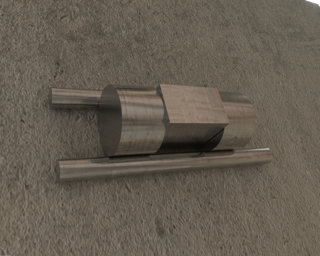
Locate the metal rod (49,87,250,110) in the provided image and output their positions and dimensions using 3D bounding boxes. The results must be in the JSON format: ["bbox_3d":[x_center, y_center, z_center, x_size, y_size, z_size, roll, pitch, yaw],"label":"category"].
[{"bbox_3d":[0.006,-0.036,0.431,0.303,0.025,0.025,-1,62,-29],"label":"metal rod"}]

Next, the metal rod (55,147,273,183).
[{"bbox_3d":[0.027,0.043,0.393,0.303,0.025,0.025,-1,62,-29],"label":"metal rod"}]

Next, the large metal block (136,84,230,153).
[{"bbox_3d":[0.024,-0.009,0.385,0.081,0.080,0.050,0,62,-28],"label":"large metal block"}]

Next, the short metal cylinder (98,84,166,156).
[{"bbox_3d":[-0.035,-0.009,0.356,0.050,0.080,0.080,-1,62,-29],"label":"short metal cylinder"}]

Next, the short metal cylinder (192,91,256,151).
[{"bbox_3d":[0.081,-0.010,0.419,0.050,0.080,0.080,-1,62,-29],"label":"short metal cylinder"}]
